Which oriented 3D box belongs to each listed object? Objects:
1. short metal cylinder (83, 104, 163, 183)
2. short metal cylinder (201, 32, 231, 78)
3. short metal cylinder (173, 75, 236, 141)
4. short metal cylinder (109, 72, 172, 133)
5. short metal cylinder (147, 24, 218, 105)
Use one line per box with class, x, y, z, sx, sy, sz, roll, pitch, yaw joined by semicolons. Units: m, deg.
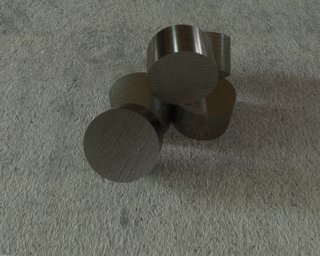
short metal cylinder;-0.038;0.015;0.347;0.080;0.079;0.050;6;11;4
short metal cylinder;0.060;-0.100;0.445;0.081;0.080;0.050;0;88;0
short metal cylinder;0.057;-0.030;0.413;0.081;0.050;0.080;0;50;0
short metal cylinder;-0.024;-0.029;0.412;0.081;0.050;0.080;0;50;0
short metal cylinder;0.025;-0.073;0.366;0.081;0.080;0.050;-1;50;-1
